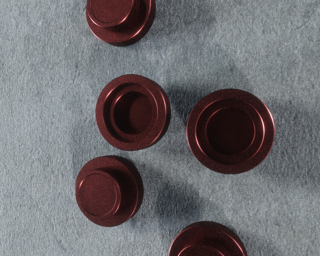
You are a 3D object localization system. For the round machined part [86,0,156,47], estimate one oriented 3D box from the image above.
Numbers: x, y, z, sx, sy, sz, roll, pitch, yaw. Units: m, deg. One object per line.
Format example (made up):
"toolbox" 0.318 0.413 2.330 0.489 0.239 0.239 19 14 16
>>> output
"round machined part" -0.059 -0.164 0.420 0.098 0.042 0.097 0 90 19

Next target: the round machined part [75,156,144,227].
"round machined part" -0.075 0.088 0.425 0.098 0.042 0.097 0 90 19

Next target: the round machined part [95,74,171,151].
"round machined part" -0.032 -0.020 0.410 0.098 0.042 0.097 0 90 19

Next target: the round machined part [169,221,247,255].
"round machined part" 0.057 0.169 0.379 0.098 0.042 0.097 0 90 19

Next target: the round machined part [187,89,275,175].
"round machined part" 0.085 0.004 0.370 0.098 0.042 0.097 0 90 19
